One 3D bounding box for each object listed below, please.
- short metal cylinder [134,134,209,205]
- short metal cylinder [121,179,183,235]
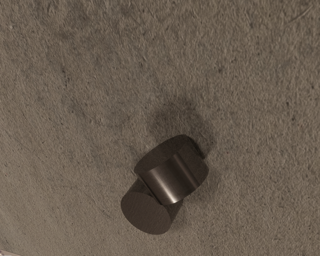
[{"bbox_3d":[0.014,0.052,0.395,0.080,0.080,0.050,-25,105,36],"label":"short metal cylinder"},{"bbox_3d":[-0.011,0.112,0.464,0.080,0.050,0.079,13,124,20],"label":"short metal cylinder"}]
